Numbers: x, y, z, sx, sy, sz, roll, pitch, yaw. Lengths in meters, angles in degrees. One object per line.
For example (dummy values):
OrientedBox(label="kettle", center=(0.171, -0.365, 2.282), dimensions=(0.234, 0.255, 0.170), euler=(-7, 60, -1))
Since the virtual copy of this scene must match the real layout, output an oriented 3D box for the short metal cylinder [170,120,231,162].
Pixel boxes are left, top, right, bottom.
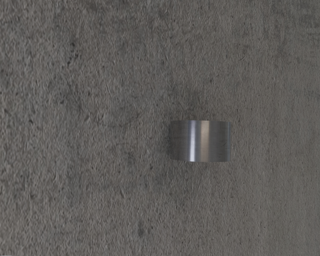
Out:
OrientedBox(label="short metal cylinder", center=(0.054, 0.017, 0.413), dimensions=(0.081, 0.080, 0.050), euler=(2, 89, -40))
